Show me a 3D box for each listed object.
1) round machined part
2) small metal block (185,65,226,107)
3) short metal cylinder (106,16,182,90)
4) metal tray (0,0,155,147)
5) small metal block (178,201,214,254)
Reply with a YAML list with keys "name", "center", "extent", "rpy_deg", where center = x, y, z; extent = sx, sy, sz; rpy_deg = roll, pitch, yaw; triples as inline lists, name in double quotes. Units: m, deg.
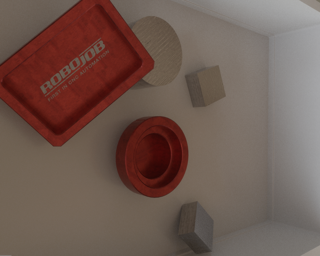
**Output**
- name: "round machined part"
  center: [-0.014, 0.034, 0.386]
  extent: [0.099, 0.042, 0.097]
  rpy_deg: [0, 90, -40]
- name: "small metal block"
  center: [0.069, -0.063, 0.467]
  extent: [0.050, 0.025, 0.050]
  rpy_deg: [-27, 107, -37]
- name: "short metal cylinder"
  center: [-0.019, -0.089, 0.376]
  extent: [0.081, 0.050, 0.079]
  rpy_deg: [0, 90, -40]
- name: "metal tray"
  center: [-0.082, -0.056, 0.300]
  extent: [0.130, 0.030, 0.090]
  rpy_deg: [-41, 117, -4]
- name: "small metal block"
  center: [0.052, 0.142, 0.440]
  extent: [0.050, 0.025, 0.050]
  rpy_deg: [52, 31, -27]
